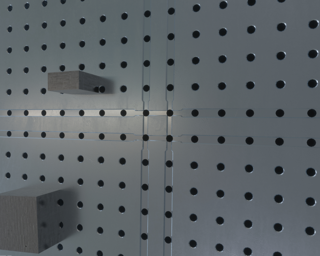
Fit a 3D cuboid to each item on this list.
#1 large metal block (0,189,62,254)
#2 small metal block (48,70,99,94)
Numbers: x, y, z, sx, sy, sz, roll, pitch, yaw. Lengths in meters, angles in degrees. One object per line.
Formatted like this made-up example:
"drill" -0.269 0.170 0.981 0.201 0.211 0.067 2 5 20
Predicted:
"large metal block" -0.201 0.138 0.470 0.080 0.050 0.080 -3 89 20
"small metal block" -0.123 -0.064 0.442 0.050 0.050 0.025 0 90 20
